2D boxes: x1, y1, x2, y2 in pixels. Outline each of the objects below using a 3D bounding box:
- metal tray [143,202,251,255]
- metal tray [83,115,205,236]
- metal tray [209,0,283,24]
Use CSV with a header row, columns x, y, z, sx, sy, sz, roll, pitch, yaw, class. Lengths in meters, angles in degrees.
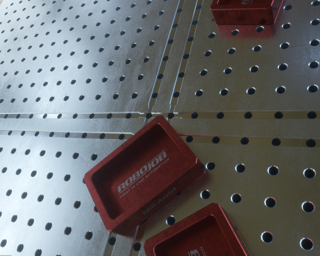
x,y,z,sx,sy,sz,roll,pitch,yaw,class
0.048,0.148,0.288,0.090,0.030,0.130,-32,52,7,metal tray
-0.022,0.056,0.381,0.130,0.030,0.090,-39,51,1,metal tray
0.140,-0.214,0.461,0.090,0.030,0.130,13,68,33,metal tray
